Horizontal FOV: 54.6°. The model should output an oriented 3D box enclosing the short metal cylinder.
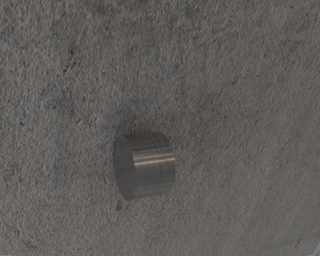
[{"bbox_3d":[-0.022,0.046,0.387,0.050,0.080,0.079,-5,121,-26],"label":"short metal cylinder"}]
